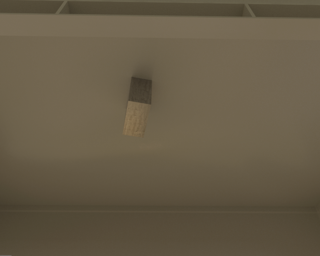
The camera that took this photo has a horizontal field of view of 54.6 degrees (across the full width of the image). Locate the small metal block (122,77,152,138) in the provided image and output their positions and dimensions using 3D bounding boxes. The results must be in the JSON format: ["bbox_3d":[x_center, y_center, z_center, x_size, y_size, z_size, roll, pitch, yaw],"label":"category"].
[{"bbox_3d":[-0.027,-0.025,0.371,0.025,0.050,0.050,9,130,-8],"label":"small metal block"}]
